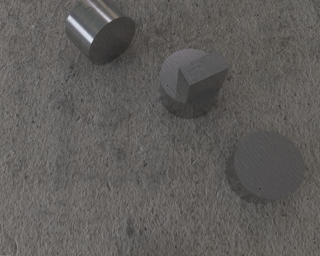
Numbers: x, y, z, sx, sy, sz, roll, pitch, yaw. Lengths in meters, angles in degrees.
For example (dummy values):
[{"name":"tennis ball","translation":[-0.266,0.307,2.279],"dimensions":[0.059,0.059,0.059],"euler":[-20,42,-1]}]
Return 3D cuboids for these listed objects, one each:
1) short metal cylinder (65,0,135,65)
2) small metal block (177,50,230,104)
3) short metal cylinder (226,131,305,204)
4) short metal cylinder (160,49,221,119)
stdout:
[{"name":"short metal cylinder","translation":[-0.081,-0.134,0.427],"dimensions":[0.080,0.080,0.050],"euler":[-41,75,-13]},{"name":"small metal block","translation":[0.049,-0.058,0.363],"dimensions":[0.050,0.050,0.025],"euler":[-25,72,-9]},{"name":"short metal cylinder","translation":[0.125,0.049,0.378],"dimensions":[0.081,0.050,0.080],"euler":[0,70,0]},{"name":"short metal cylinder","translation":[0.040,-0.058,0.416],"dimensions":[0.081,0.050,0.080],"euler":[0,70,0]}]
